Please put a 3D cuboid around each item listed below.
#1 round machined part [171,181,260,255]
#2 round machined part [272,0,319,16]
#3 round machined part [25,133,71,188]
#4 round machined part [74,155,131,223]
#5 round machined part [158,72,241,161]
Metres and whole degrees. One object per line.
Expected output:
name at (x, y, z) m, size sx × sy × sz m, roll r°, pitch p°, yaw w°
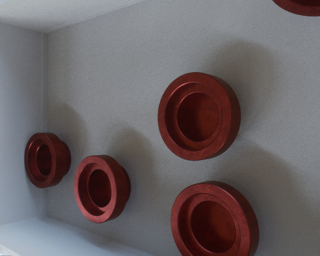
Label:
round machined part at (0.063, 0.107, 0.344) m, size 0.098 × 0.042 × 0.097 m, roll 0°, pitch 90°, yaw 40°
round machined part at (0.137, -0.144, 0.254) m, size 0.098 × 0.098 × 0.042 m, roll -9°, pitch 56°, yaw 39°
round machined part at (-0.198, 0.057, 0.558) m, size 0.098 × 0.042 × 0.097 m, roll 0°, pitch 91°, yaw 37°
round machined part at (-0.082, 0.089, 0.464) m, size 0.098 × 0.042 × 0.097 m, roll 0°, pitch 90°, yaw 40°
round machined part at (0.048, -0.013, 0.356) m, size 0.098 × 0.042 × 0.097 m, roll 0°, pitch 90°, yaw 40°
